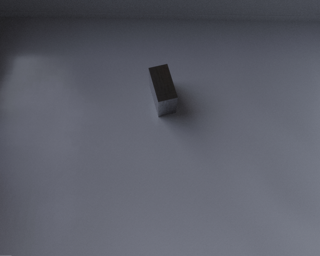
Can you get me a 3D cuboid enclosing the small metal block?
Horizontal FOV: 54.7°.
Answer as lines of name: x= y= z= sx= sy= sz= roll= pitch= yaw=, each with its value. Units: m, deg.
small metal block: x=0.004 y=-0.049 z=0.414 sx=0.025 sy=0.050 sz=0.050 roll=-14 pitch=71 yaw=-5
